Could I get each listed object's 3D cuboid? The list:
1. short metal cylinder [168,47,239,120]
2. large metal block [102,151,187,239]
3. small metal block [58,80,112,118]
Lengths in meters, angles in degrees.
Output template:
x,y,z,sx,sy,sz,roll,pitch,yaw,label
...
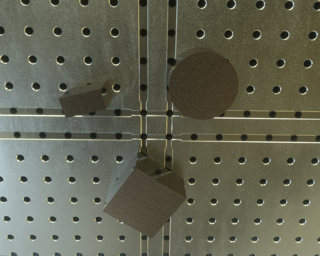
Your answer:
x,y,z,sx,sy,sz,roll,pitch,yaw,label
0.050,-0.056,0.380,0.081,0.050,0.079,0,110,0,short metal cylinder
-0.021,0.093,0.434,0.080,0.050,0.080,33,107,-12,large metal block
-0.091,-0.037,0.386,0.050,0.050,0.025,-12,110,4,small metal block
